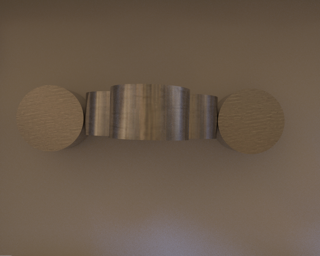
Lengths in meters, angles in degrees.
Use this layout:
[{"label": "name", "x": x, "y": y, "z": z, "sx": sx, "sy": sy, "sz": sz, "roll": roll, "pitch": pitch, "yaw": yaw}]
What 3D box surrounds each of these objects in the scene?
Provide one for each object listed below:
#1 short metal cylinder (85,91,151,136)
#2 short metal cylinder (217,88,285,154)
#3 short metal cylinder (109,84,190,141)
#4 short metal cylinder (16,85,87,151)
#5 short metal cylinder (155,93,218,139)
[{"label": "short metal cylinder", "x": -0.051, "y": -0.016, "z": 0.381, "sx": 0.081, "sy": 0.080, "sz": 0.050, "roll": 2, "pitch": 90, "yaw": 0}, {"label": "short metal cylinder", "x": 0.110, "y": -0.008, "z": 0.398, "sx": 0.081, "sy": 0.050, "sz": 0.080, "roll": 0, "pitch": 90, "yaw": 0}, {"label": "short metal cylinder", "x": -0.010, "y": -0.014, "z": 0.313, "sx": 0.081, "sy": 0.080, "sz": 0.050, "roll": 2, "pitch": 90, "yaw": 0}, {"label": "short metal cylinder", "x": -0.132, "y": -0.012, "z": 0.396, "sx": 0.081, "sy": 0.050, "sz": 0.080, "roll": 0, "pitch": 90, "yaw": 0}, {"label": "short metal cylinder", "x": 0.030, "y": -0.013, "z": 0.382, "sx": 0.081, "sy": 0.080, "sz": 0.050, "roll": 2, "pitch": 90, "yaw": 0}]
